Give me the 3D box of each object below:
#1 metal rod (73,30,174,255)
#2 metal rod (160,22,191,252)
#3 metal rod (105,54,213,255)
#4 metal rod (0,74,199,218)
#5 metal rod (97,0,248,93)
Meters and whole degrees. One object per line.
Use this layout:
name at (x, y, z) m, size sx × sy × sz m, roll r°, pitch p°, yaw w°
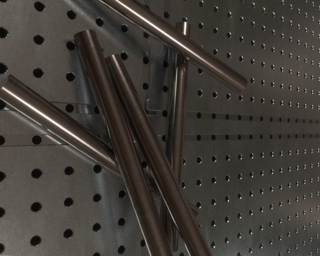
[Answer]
metal rod at (-0.035, 0.038, 0.347) m, size 0.025 × 0.025 × 0.298 m, roll -21°, pitch 93°, yaw -38°
metal rod at (0.021, 0.002, 0.406) m, size 0.025 × 0.025 × 0.299 m, roll 15°, pitch 74°, yaw -39°
metal rod at (0.004, 0.055, 0.362) m, size 0.025 × 0.025 × 0.299 m, roll -25°, pitch 90°, yaw -38°
metal rod at (-0.050, 0.042, 0.368) m, size 0.301 × 0.025 × 0.025 m, roll 41°, pitch 65°, yaw -33°
metal rod at (-0.001, -0.121, 0.380) m, size 0.301 × 0.025 × 0.025 m, roll 27°, pitch 73°, yaw -28°
